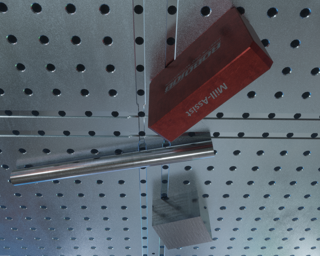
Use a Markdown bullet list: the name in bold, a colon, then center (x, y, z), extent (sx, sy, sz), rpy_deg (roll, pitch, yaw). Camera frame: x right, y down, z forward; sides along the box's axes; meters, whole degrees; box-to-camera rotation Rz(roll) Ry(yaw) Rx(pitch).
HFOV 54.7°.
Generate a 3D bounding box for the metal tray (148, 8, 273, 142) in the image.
- **metal tray**: center (0.043, -0.055, 0.323), extent (0.030, 0.090, 0.130), rpy_deg (36, 121, -27)

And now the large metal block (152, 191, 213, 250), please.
- **large metal block**: center (0.039, 0.160, 0.532), extent (0.080, 0.050, 0.080), rpy_deg (-16, 129, 12)

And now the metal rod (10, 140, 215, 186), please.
- **metal rod**: center (-0.073, 0.052, 0.455), extent (0.301, 0.025, 0.025), rpy_deg (-9, 130, 7)
